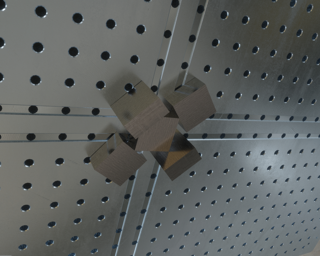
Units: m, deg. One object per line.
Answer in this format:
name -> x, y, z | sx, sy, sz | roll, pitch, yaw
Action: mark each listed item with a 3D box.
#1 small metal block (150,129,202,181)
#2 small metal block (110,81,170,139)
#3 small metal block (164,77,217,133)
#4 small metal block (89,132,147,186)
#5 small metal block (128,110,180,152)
small metal block -> 0.021, 0.037, 0.428 | 0.050, 0.050, 0.025 | -36, 129, -4
small metal block -> -0.025, -0.022, 0.367 | 0.050, 0.050, 0.025 | -39, 130, -1
small metal block -> 0.042, -0.031, 0.414 | 0.050, 0.025, 0.050 | -34, 129, -5
small metal block -> -0.054, 0.041, 0.406 | 0.050, 0.025, 0.050 | -44, 130, 2
small metal block -> -0.008, 0.003, 0.407 | 0.050, 0.025, 0.050 | 4, 115, -29
